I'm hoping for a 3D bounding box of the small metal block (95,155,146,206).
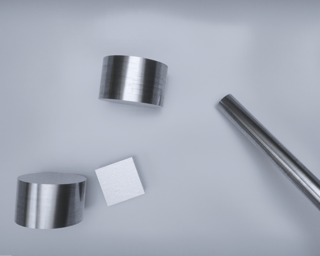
[{"bbox_3d":[-0.052,0.069,0.411,0.050,0.025,0.050,-19,90,-1],"label":"small metal block"}]

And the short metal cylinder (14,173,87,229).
[{"bbox_3d":[-0.134,0.086,0.382,0.081,0.080,0.050,4,90,-1],"label":"short metal cylinder"}]

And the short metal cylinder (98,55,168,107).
[{"bbox_3d":[-0.033,-0.055,0.384,0.081,0.080,0.050,7,90,-1],"label":"short metal cylinder"}]

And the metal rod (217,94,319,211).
[{"bbox_3d":[0.176,0.070,0.358,0.025,0.025,0.300,-40,68,0],"label":"metal rod"}]
